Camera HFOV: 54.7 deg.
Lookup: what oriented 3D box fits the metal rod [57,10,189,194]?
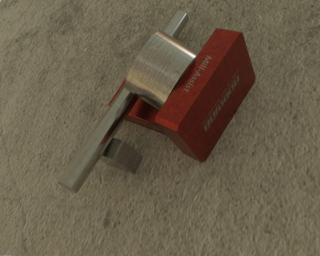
[{"bbox_3d":[-0.034,-0.052,0.404,0.025,0.025,0.300,11,58,32],"label":"metal rod"}]

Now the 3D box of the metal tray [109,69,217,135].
[{"bbox_3d":[0.003,-0.042,0.425,0.130,0.030,0.090,20,72,35],"label":"metal tray"}]

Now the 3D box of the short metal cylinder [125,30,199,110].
[{"bbox_3d":[0.003,-0.065,0.360,0.050,0.080,0.080,33,78,4],"label":"short metal cylinder"}]

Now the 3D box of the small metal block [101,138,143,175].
[{"bbox_3d":[-0.058,0.033,0.398,0.050,0.050,0.025,14,69,33],"label":"small metal block"}]

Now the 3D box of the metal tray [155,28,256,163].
[{"bbox_3d":[0.058,-0.035,0.354,0.030,0.090,0.130,25,75,36],"label":"metal tray"}]
